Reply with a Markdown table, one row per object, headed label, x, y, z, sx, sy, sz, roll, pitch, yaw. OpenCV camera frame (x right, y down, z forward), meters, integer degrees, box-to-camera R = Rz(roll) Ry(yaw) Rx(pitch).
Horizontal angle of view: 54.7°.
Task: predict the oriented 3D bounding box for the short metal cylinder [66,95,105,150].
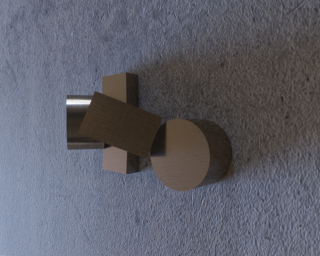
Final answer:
| label | x | y | z | sx | sy | sz | roll | pitch | yaw |
| --- | --- | --- | --- | --- | --- | --- | --- | --- | --- |
| short metal cylinder | -0.109 | -0.008 | 0.454 | 0.080 | 0.050 | 0.079 | 180 | 89 | -75 |

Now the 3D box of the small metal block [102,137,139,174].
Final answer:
| label | x | y | z | sx | sy | sz | roll | pitch | yaw |
| --- | --- | --- | --- | --- | --- | --- | --- | --- | --- |
| small metal block | -0.057 | 0.037 | 0.450 | 0.050 | 0.025 | 0.050 | 4 | 92 | 39 |

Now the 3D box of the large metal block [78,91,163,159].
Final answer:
| label | x | y | z | sx | sy | sz | roll | pitch | yaw |
| --- | --- | --- | --- | --- | --- | --- | --- | --- | --- |
| large metal block | -0.047 | -0.002 | 0.383 | 0.080 | 0.080 | 0.050 | 21 | 87 | -5 |

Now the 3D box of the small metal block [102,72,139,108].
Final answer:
| label | x | y | z | sx | sy | sz | roll | pitch | yaw |
| --- | --- | --- | --- | --- | --- | --- | --- | --- | --- |
| small metal block | -0.058 | -0.051 | 0.451 | 0.050 | 0.025 | 0.050 | -1 | 89 | 39 |

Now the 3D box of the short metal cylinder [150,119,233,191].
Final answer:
| label | x | y | z | sx | sy | sz | roll | pitch | yaw |
| --- | --- | --- | --- | --- | --- | --- | --- | --- | --- |
| short metal cylinder | 0.036 | 0.029 | 0.359 | 0.080 | 0.050 | 0.079 | 0 | 90 | 39 |
